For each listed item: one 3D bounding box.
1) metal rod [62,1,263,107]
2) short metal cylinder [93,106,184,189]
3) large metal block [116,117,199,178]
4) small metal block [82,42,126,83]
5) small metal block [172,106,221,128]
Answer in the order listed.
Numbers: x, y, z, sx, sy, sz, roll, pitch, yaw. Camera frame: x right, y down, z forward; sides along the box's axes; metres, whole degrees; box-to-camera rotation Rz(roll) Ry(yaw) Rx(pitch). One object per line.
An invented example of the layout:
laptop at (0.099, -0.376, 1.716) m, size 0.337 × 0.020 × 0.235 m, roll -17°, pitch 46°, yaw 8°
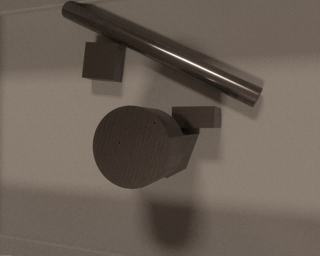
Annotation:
metal rod at (-0.009, -0.105, 0.412) m, size 0.301 × 0.025 × 0.025 m, roll 29°, pitch 99°, yaw 17°
short metal cylinder at (-0.021, 0.018, 0.319) m, size 0.080 × 0.050 × 0.079 m, roll 0°, pitch 90°, yaw 19°
large metal block at (-0.006, 0.017, 0.383) m, size 0.080 × 0.080 × 0.050 m, roll 22°, pitch 98°, yaw 18°
small metal block at (-0.079, -0.093, 0.437) m, size 0.050 × 0.025 × 0.050 m, roll 8°, pitch 93°, yaw 19°
small metal block at (0.046, -0.013, 0.380) m, size 0.050 × 0.050 × 0.025 m, roll 0°, pitch 90°, yaw 19°
